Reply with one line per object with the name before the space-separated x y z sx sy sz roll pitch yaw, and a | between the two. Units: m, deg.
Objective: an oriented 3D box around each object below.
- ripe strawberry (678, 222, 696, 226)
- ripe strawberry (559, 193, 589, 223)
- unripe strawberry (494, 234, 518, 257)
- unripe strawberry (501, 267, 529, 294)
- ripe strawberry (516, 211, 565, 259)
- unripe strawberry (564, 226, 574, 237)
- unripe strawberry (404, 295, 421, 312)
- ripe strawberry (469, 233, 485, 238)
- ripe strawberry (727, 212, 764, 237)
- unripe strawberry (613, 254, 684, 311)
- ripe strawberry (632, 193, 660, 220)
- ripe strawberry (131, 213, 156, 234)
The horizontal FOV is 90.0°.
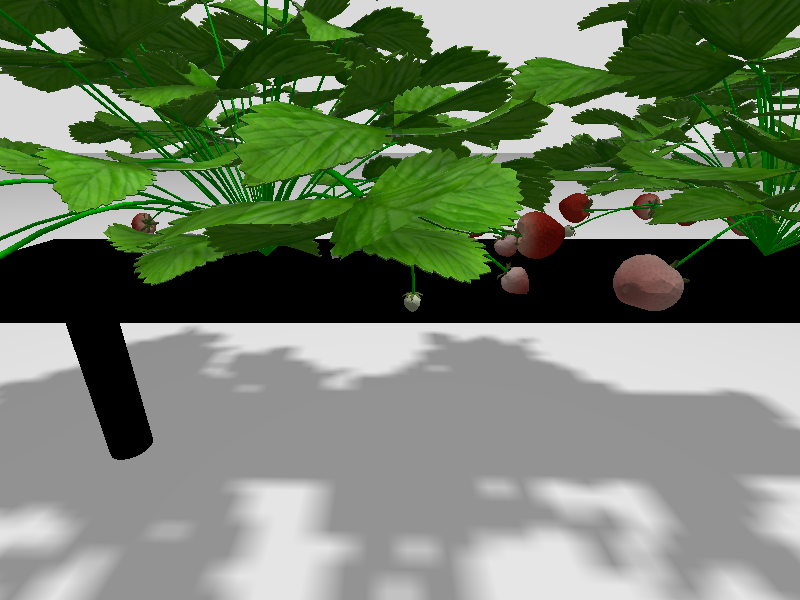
ripe strawberry | 0.347 -0.106 0.487 0.029 0.031 0.031 3 21 6
ripe strawberry | 0.219 -0.117 0.507 0.035 0.037 0.038 -14 25 -31
unripe strawberry | 0.094 -0.047 0.352 0.020 0.019 0.018 -29 18 12
unripe strawberry | 0.079 -0.012 0.269 0.019 0.019 0.018 -52 -8 32
ripe strawberry | 0.125 -0.058 0.355 0.042 0.041 0.039 0 22 0
unripe strawberry | 0.177 -0.072 0.426 0.013 0.013 0.012 -26 7 32
unripe strawberry | 0.008 0.002 0.239 0.011 0.011 0.010 -20 30 -41
ripe strawberry | 0.082 -0.084 0.419 0.035 0.037 0.033 -7 23 -18
ripe strawberry | 0.379 -0.089 0.436 0.037 0.039 0.041 12 24 27
unripe strawberry | 0.146 -0.010 0.240 0.037 0.032 0.037 -15 26 -31
ripe strawberry | 0.323 -0.124 0.529 0.032 0.034 0.035 -1 21 -2
ripe strawberry | -0.272 -0.079 0.424 0.024 0.025 0.022 -4 18 28
